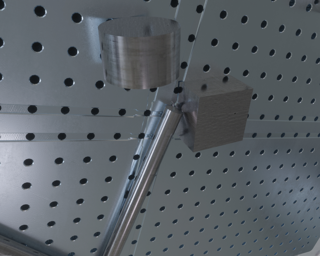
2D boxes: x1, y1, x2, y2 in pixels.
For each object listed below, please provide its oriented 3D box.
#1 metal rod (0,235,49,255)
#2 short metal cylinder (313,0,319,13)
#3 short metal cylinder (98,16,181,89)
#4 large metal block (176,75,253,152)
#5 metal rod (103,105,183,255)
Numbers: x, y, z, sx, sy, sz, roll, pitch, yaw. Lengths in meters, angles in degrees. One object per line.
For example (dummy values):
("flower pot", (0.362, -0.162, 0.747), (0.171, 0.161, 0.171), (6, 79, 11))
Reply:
("metal rod", (-0.182, 0.175, 0.419), (0.025, 0.025, 0.300), (-41, 130, 0))
("short metal cylinder", (0.256, -0.191, 0.417), (0.081, 0.050, 0.079), (-14, 124, -21))
("short metal cylinder", (-0.020, -0.079, 0.316), (0.081, 0.080, 0.050), (-14, 125, -21))
("large metal block", (0.071, -0.021, 0.421), (0.081, 0.050, 0.079), (-11, 123, -22))
("metal rod", (-0.036, 0.105, 0.456), (0.025, 0.025, 0.298), (10, 114, -33))
